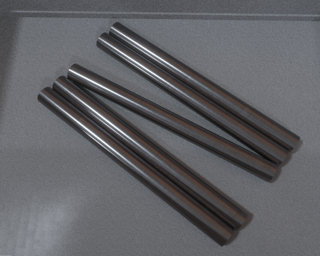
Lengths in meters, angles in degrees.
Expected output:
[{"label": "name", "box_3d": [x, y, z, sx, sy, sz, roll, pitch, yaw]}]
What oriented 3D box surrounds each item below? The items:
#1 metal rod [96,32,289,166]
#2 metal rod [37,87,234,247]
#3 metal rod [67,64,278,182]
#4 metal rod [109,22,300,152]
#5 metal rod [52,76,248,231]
[{"label": "metal rod", "box_3d": [0.036, -0.045, 0.425, 0.300, 0.025, 0.025, 35, 74, 12]}, {"label": "metal rod", "box_3d": [-0.039, 0.041, 0.393, 0.300, 0.025, 0.025, 36, 74, 12]}, {"label": "metal rod", "box_3d": [0.009, -0.011, 0.412, 0.301, 0.025, 0.025, 27, 72, 9]}, {"label": "metal rod", "box_3d": [0.053, -0.062, 0.431, 0.300, 0.025, 0.025, 35, 74, 12]}, {"label": "metal rod", "box_3d": [-0.021, 0.025, 0.399, 0.300, 0.025, 0.025, 36, 74, 12]}]
